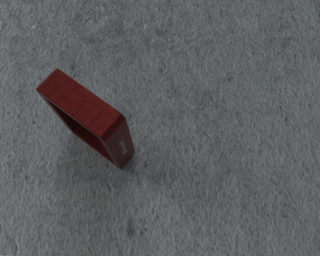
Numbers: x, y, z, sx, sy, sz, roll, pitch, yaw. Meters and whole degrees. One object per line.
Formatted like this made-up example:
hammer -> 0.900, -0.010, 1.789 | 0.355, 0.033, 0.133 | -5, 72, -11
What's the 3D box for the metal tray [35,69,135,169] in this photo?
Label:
metal tray -> -0.077, -0.003, 0.353 | 0.090, 0.130, 0.030 | 35, 74, 12
